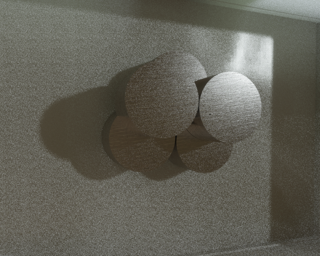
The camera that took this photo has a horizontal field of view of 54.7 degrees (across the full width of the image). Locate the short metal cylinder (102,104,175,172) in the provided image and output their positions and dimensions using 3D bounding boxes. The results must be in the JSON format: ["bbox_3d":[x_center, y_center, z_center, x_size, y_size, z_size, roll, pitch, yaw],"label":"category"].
[{"bbox_3d":[-0.028,0.012,0.385,0.081,0.050,0.080,0,90,-20],"label":"short metal cylinder"}]

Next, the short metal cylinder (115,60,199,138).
[{"bbox_3d":[-0.005,-0.030,0.340,0.081,0.050,0.080,0,90,-20],"label":"short metal cylinder"}]

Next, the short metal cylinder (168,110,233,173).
[{"bbox_3d":[0.049,0.017,0.413,0.081,0.050,0.080,0,90,-20],"label":"short metal cylinder"}]

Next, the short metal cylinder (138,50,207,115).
[{"bbox_3d":[0.014,-0.055,0.401,0.081,0.050,0.080,0,90,-20],"label":"short metal cylinder"}]

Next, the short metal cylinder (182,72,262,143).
[{"bbox_3d":[0.071,-0.023,0.367,0.081,0.050,0.080,0,90,-20],"label":"short metal cylinder"}]
